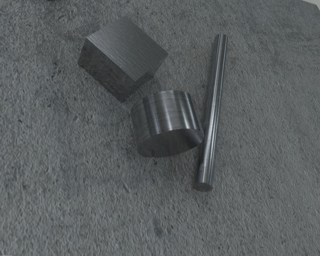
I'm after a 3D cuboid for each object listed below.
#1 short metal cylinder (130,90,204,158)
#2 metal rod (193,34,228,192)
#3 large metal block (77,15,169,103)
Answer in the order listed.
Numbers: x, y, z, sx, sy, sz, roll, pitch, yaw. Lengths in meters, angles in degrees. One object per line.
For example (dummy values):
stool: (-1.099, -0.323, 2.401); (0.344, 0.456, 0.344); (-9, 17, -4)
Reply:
short metal cylinder: (0.008, -0.003, 0.376); (0.081, 0.080, 0.050); (1, 61, -28)
metal rod: (0.083, -0.044, 0.476); (0.025, 0.025, 0.300); (24, 53, -14)
large metal block: (-0.049, -0.094, 0.420); (0.080, 0.050, 0.080); (42, 51, 0)
